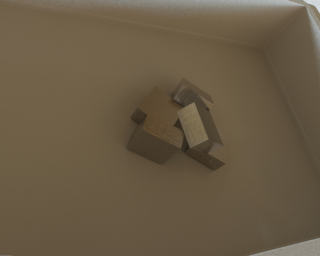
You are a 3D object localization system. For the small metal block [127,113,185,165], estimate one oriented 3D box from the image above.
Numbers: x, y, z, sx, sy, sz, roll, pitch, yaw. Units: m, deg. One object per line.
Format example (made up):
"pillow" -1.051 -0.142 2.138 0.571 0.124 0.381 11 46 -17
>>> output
"small metal block" -0.006 0.015 0.376 0.050 0.050 0.025 26 53 -13

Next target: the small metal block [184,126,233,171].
"small metal block" 0.068 0.022 0.428 0.050 0.025 0.050 31 52 -9

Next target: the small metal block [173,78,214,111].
"small metal block" 0.047 -0.043 0.443 0.050 0.025 0.050 32 19 -8

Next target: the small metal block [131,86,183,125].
"small metal block" -0.002 -0.020 0.415 0.050 0.025 0.050 37 51 -4

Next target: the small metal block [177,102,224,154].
"small metal block" 0.051 0.001 0.385 0.050 0.025 0.050 22 45 -57
